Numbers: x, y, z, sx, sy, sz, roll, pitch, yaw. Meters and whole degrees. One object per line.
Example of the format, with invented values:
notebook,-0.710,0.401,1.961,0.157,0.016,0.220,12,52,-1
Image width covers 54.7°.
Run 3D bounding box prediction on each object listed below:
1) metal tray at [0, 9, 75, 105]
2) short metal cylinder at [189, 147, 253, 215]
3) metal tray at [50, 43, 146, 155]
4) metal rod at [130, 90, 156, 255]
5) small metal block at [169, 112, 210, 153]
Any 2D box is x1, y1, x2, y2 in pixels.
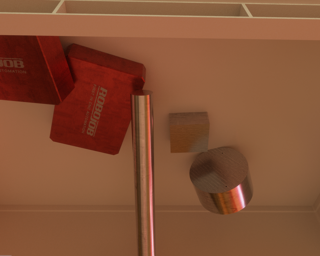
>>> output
metal tray,-0.163,-0.073,0.318,0.131,0.030,0.089,6,131,15
short metal cylinder,0.087,0.074,0.437,0.080,0.080,0.050,-14,129,11
metal tray,-0.079,-0.029,0.380,0.091,0.030,0.129,15,129,-13
metal rod,-0.019,0.100,0.393,0.025,0.025,0.298,-1,112,0
small metal block,0.039,0.006,0.415,0.050,0.025,0.050,-2,130,1
